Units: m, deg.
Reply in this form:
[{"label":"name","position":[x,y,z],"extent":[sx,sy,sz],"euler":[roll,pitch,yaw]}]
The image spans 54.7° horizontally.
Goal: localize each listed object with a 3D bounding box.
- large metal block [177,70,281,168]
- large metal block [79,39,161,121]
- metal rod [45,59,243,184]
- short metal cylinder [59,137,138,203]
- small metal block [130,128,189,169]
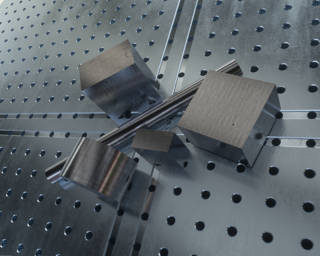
[{"label":"large metal block","position":[0.080,-0.013,0.354],"extent":[0.080,0.050,0.080],"euler":[21,73,35]},{"label":"large metal block","position":[-0.056,-0.065,0.442],"extent":[0.080,0.080,0.050],"euler":[-25,53,12]},{"label":"metal rod","position":[-0.027,-0.005,0.423],"extent":[0.301,0.025,0.025],"euler":[-30,52,8]},{"label":"short metal cylinder","position":[-0.074,0.052,0.377],"extent":[0.080,0.080,0.050],"euler":[12,68,33]},{"label":"small metal block","position":[0.001,0.025,0.375],"extent":[0.050,0.050,0.025],"euler":[5,65,30]}]
